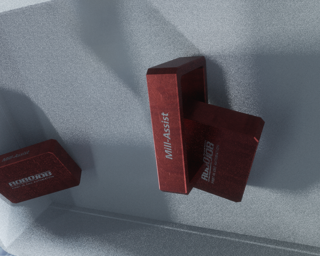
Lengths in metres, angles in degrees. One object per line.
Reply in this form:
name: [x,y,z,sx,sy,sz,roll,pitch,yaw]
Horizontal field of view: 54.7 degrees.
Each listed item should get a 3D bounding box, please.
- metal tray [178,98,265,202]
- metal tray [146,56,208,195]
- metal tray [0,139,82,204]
metal tray: [0.064,0.031,0.368,0.090,0.030,0.129,17,141,18]
metal tray: [0.025,-0.006,0.334,0.030,0.090,0.129,3,110,25]
metal tray: [-0.209,0.074,0.510,0.130,0.030,0.090,-17,132,10]
